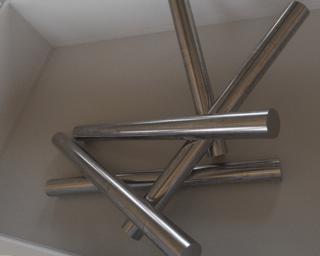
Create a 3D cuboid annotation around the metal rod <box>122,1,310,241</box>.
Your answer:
[{"bbox_3d":[0.059,-0.007,0.332,0.025,0.025,0.299,37,90,38],"label":"metal rod"}]

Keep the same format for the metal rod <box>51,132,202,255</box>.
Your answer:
[{"bbox_3d":[-0.065,0.061,0.361,0.300,0.025,0.025,26,75,49],"label":"metal rod"}]

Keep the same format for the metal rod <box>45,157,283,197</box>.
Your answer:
[{"bbox_3d":[-0.014,0.063,0.373,0.301,0.025,0.025,-9,58,23],"label":"metal rod"}]

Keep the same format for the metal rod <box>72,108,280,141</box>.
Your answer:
[{"bbox_3d":[-0.014,0.002,0.357,0.300,0.025,0.025,-3,59,45],"label":"metal rod"}]

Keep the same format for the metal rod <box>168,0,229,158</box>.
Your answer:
[{"bbox_3d":[0.032,-0.113,0.371,0.025,0.025,0.298,-15,83,19],"label":"metal rod"}]
